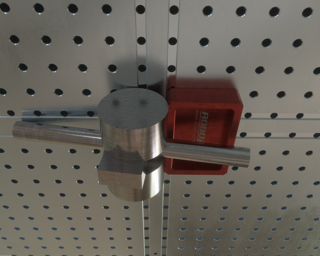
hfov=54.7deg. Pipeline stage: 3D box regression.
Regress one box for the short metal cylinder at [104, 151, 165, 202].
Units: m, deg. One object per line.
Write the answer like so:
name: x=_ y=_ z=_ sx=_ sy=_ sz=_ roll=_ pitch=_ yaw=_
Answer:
short metal cylinder: x=-0.034 y=0.052 z=0.418 sx=0.081 sy=0.080 sz=0.050 roll=1 pitch=130 yaw=-1

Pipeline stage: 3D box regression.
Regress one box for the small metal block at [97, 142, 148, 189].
small metal block: x=-0.042 y=0.043 z=0.368 sx=0.050 sy=0.050 sz=0.025 roll=6 pitch=130 yaw=6

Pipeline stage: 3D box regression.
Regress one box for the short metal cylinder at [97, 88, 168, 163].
short metal cylinder: x=-0.031 y=-0.005 z=0.369 sx=0.081 sy=0.080 sz=0.050 roll=1 pitch=130 yaw=-1

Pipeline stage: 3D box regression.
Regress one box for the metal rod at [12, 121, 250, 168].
metal rod: x=-0.040 y=0.020 z=0.397 sx=0.302 sy=0.025 sz=0.025 roll=7 pitch=131 yaw=6

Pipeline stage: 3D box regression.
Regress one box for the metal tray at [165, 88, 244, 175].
metal tray: x=0.053 y=0.009 z=0.417 sx=0.091 sy=0.030 sz=0.129 roll=1 pitch=130 yaw=-1
